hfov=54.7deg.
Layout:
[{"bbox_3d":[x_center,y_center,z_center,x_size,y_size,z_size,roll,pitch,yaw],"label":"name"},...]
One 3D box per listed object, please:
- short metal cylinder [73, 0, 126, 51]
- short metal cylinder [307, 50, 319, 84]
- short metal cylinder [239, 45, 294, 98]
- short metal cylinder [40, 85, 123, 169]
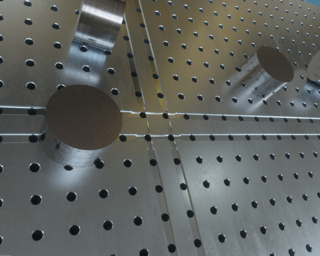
[{"bbox_3d":[-0.083,-0.150,0.420,0.050,0.080,0.080,14,56,-21],"label":"short metal cylinder"},{"bbox_3d":[0.354,-0.124,0.639,0.050,0.080,0.080,22,54,-15],"label":"short metal cylinder"},{"bbox_3d":[0.190,-0.100,0.555,0.081,0.050,0.080,14,56,-21],"label":"short metal cylinder"},{"bbox_3d":[-0.088,-0.001,0.345,0.081,0.050,0.080,14,56,-21],"label":"short metal cylinder"}]
